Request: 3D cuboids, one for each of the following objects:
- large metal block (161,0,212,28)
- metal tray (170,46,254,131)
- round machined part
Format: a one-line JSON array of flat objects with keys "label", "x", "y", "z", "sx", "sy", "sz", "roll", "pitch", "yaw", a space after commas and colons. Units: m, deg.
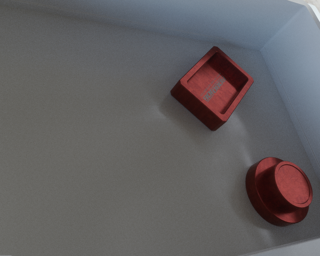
[{"label": "large metal block", "x": 0.034, "y": -0.233, "z": 0.530, "sx": 0.080, "sy": 0.050, "sz": 0.080, "roll": 18, "pitch": 43, "yaw": -52}, {"label": "metal tray", "x": 0.087, "y": -0.066, "z": 0.491, "sx": 0.090, "sy": 0.030, "sz": 0.131, "roll": 42, "pitch": 51, "yaw": 0}, {"label": "round machined part", "x": 0.175, "y": 0.086, "z": 0.439, "sx": 0.099, "sy": 0.042, "sz": 0.098, "roll": 14, "pitch": 56, "yaw": -21}]
